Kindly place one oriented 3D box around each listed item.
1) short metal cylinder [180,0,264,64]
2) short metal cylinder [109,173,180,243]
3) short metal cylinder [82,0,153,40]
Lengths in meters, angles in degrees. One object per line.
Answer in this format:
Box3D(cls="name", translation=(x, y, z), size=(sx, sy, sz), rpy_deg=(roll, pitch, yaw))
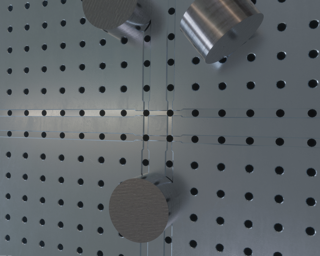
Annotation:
Box3D(cls="short metal cylinder", translation=(0.070, -0.120, 0.358), size=(0.080, 0.080, 0.050), rpy_deg=(-38, 78, 16))
Box3D(cls="short metal cylinder", translation=(-0.019, 0.102, 0.406), size=(0.080, 0.050, 0.079), rpy_deg=(0, 90, 20))
Box3D(cls="short metal cylinder", translation=(-0.056, -0.166, 0.419), size=(0.080, 0.050, 0.080), rpy_deg=(0, 90, 20))
